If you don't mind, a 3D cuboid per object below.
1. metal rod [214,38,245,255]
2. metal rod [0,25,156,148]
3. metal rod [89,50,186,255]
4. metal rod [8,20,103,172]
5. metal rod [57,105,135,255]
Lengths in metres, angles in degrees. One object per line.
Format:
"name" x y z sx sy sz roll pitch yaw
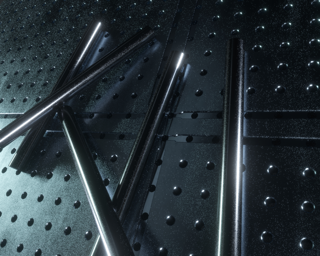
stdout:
"metal rod" 0.082 0.017 0.353 0.025 0.025 0.299 -5 59 25
"metal rod" -0.133 -0.069 0.497 0.301 0.025 0.025 -37 51 -6
"metal rod" -0.022 0.024 0.403 0.025 0.025 0.300 7 65 31
"metal rod" -0.173 -0.066 0.536 0.025 0.025 0.300 9 66 31
"metal rod" -0.091 0.057 0.395 0.025 0.025 0.300 -39 44 2
